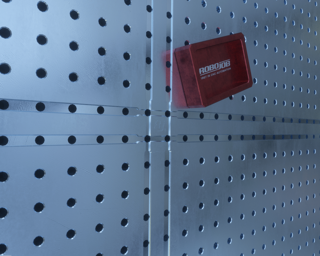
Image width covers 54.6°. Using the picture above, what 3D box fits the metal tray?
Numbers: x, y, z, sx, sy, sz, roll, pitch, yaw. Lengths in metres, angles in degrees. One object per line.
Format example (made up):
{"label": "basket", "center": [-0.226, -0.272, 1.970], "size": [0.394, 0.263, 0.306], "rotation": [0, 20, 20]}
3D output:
{"label": "metal tray", "center": [0.088, -0.091, 0.477], "size": [0.131, 0.030, 0.090], "rotation": [-24, 105, -37]}
